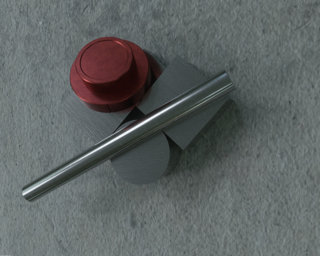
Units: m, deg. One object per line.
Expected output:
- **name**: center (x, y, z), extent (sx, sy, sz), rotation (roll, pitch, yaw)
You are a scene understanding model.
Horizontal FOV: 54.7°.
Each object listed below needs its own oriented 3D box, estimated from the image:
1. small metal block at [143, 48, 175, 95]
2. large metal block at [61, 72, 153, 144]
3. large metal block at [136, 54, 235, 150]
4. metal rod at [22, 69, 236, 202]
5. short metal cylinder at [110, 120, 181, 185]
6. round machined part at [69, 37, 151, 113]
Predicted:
- **small metal block**: center (-0.015, -0.069, 0.414), extent (0.050, 0.025, 0.050), rotation (44, 103, 14)
- **large metal block**: center (-0.071, -0.029, 0.420), extent (0.080, 0.050, 0.080), rotation (44, 103, 14)
- **large metal block**: center (0.032, -0.031, 0.385), extent (0.080, 0.050, 0.080), rotation (43, 103, 14)
- **metal rod**: center (-0.050, 0.018, 0.374), extent (0.300, 0.025, 0.025), rotation (-29, 81, 17)
- **short metal cylinder**: center (-0.018, 0.029, 0.402), extent (0.080, 0.050, 0.079), rotation (0, 90, 19)
- **round machined part**: center (-0.062, -0.071, 0.375), extent (0.099, 0.042, 0.098), rotation (-3, 64, 6)
